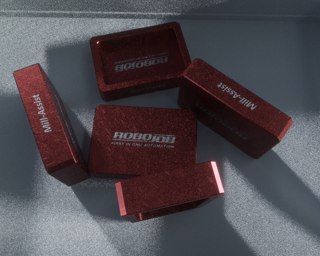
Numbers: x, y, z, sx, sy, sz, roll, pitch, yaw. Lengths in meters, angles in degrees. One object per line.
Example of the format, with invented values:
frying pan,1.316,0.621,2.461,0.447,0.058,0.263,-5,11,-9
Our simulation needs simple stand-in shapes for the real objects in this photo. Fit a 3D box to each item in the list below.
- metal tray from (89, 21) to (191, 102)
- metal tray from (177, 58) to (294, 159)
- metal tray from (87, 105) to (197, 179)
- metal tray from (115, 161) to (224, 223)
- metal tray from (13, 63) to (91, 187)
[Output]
metal tray,-0.026,-0.095,0.440,0.131,0.030,0.090,-12,71,-5
metal tray,0.084,-0.020,0.381,0.130,0.090,0.030,36,75,12
metal tray,-0.020,0.020,0.396,0.131,0.030,0.090,3,70,1
metal tray,0.008,0.072,0.325,0.091,0.130,0.030,-12,71,-5
metal tray,-0.127,-0.001,0.372,0.030,0.090,0.130,-23,72,-9
